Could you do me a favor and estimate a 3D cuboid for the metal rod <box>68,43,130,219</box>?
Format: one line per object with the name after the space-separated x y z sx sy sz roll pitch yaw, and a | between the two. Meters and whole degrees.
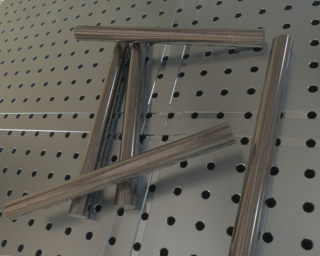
-0.084 -0.019 0.461 0.025 0.025 0.299 -5 59 25 | metal rod

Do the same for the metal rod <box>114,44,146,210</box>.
-0.038 -0.034 0.447 0.025 0.025 0.299 -12 57 21 | metal rod

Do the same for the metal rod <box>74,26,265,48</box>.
0.000 -0.140 0.467 0.301 0.025 0.025 9 66 23 | metal rod

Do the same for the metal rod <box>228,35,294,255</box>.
0.111 0.021 0.336 0.025 0.025 0.300 5 64 30 | metal rod

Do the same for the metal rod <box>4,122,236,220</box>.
-0.059 0.057 0.369 0.301 0.025 0.025 -21 54 15 | metal rod
